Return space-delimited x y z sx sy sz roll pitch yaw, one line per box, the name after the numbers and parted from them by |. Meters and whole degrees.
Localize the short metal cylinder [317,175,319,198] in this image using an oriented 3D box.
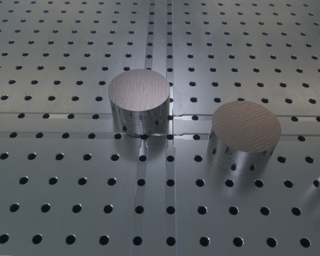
0.225 0.062 0.341 0.081 0.050 0.080 0 50 0 | short metal cylinder

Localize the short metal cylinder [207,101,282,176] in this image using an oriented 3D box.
0.101 0.012 0.382 0.081 0.050 0.080 0 50 0 | short metal cylinder

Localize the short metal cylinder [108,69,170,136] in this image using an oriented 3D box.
-0.027 -0.035 0.421 0.081 0.050 0.080 0 50 0 | short metal cylinder
